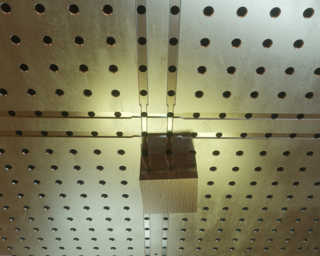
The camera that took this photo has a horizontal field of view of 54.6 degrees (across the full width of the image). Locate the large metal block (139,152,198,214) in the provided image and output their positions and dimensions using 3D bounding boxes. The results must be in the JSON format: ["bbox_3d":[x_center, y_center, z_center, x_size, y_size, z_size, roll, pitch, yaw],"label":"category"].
[{"bbox_3d":[0.014,0.084,0.466,0.080,0.050,0.080,-2,130,2],"label":"large metal block"}]
